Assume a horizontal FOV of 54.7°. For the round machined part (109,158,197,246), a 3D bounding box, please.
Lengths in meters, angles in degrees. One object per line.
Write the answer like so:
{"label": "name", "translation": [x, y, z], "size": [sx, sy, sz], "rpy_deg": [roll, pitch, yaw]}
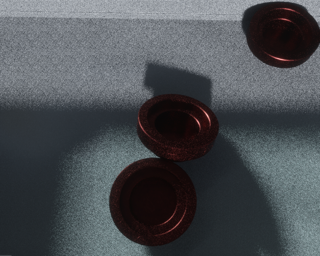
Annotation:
{"label": "round machined part", "translation": [-0.008, 0.087, 0.367], "size": [0.099, 0.042, 0.098], "rpy_deg": [0, 72, 0]}

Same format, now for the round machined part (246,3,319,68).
{"label": "round machined part", "translation": [0.174, -0.129, 0.450], "size": [0.099, 0.042, 0.098], "rpy_deg": [0, 70, -1]}

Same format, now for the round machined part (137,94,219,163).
{"label": "round machined part", "translation": [0.020, 0.004, 0.386], "size": [0.099, 0.042, 0.098], "rpy_deg": [6, 44, -5]}
